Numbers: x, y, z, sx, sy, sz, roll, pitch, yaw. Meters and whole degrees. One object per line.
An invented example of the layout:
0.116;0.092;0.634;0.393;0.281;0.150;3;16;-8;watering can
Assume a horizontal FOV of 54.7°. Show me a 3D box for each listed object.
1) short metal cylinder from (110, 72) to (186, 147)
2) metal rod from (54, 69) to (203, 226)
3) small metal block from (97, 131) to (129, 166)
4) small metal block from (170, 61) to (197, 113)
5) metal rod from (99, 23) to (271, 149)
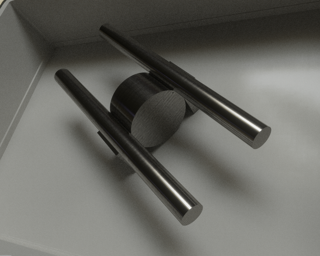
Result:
-0.015;-0.023;0.389;0.080;0.080;0.050;-45;51;-3;short metal cylinder
-0.059;0.000;0.370;0.025;0.025;0.300;-45;51;-4;metal rod
-0.046;0.022;0.397;0.025;0.050;0.050;-45;51;-3;small metal block
0.029;-0.053;0.403;0.025;0.050;0.050;-45;51;-3;small metal block
0.006;-0.069;0.378;0.025;0.025;0.300;-45;51;-4;metal rod
